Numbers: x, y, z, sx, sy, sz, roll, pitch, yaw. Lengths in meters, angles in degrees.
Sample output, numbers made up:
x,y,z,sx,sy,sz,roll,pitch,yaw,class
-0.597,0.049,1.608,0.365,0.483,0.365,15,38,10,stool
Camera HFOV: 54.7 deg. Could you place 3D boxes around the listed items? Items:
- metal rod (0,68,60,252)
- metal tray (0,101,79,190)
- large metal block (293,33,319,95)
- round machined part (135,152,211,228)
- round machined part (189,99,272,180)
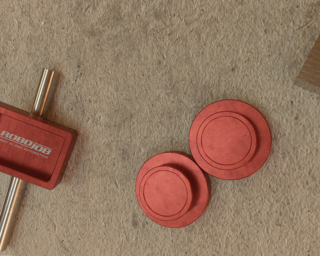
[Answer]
x,y,z,sx,sy,sz,roll,pitch,yaw,class
-0.212,0.053,0.483,0.025,0.025,0.298,21,97,18,metal rod
-0.198,0.025,0.451,0.131,0.030,0.090,21,97,-3,metal tray
0.200,-0.069,0.325,0.080,0.050,0.080,28,99,17,large metal block
0.013,0.079,0.395,0.098,0.042,0.097,0,90,20,round machined part
0.082,0.014,0.371,0.098,0.042,0.097,0,90,20,round machined part
